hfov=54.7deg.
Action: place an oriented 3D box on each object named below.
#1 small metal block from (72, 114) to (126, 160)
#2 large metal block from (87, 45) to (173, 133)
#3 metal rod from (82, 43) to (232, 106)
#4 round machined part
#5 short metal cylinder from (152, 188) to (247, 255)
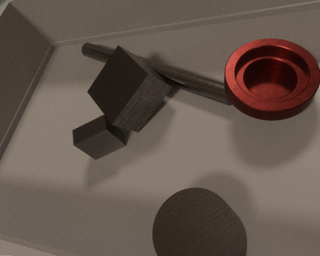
[{"bbox_3d":[-0.082,0.014,0.423,0.050,0.050,0.025,-25,53,12],"label":"small metal block"},{"bbox_3d":[-0.044,-0.053,0.427,0.080,0.050,0.080,-53,52,14],"label":"large metal block"},{"bbox_3d":[-0.021,-0.090,0.470,0.300,0.025,0.025,25,75,36],"label":"metal rod"},{"bbox_3d":[0.123,-0.050,0.350,0.099,0.042,0.098,-4,62,8],"label":"round machined part"},{"bbox_3d":[0.040,0.105,0.304,0.080,0.050,0.080,-13,56,20],"label":"short metal cylinder"}]
